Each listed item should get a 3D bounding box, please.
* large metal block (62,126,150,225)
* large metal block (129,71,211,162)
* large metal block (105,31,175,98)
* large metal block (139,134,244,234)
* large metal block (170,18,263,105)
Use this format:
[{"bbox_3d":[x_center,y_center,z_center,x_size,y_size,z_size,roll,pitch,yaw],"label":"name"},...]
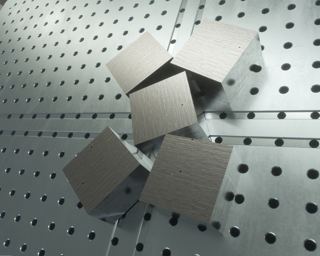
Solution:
[{"bbox_3d":[-0.063,0.058,0.388,0.080,0.050,0.080,-44,51,-3],"label":"large metal block"},{"bbox_3d":[0.011,-0.014,0.395,0.080,0.050,0.080,-20,54,16],"label":"large metal block"},{"bbox_3d":[-0.022,-0.083,0.455,0.080,0.050,0.080,-38,50,3],"label":"large metal block"},{"bbox_3d":[0.036,0.059,0.338,0.080,0.050,0.080,10,66,32],"label":"large metal block"},{"bbox_3d":[0.075,-0.089,0.407,0.080,0.050,0.080,30,78,35],"label":"large metal block"}]
